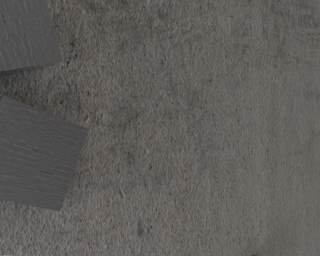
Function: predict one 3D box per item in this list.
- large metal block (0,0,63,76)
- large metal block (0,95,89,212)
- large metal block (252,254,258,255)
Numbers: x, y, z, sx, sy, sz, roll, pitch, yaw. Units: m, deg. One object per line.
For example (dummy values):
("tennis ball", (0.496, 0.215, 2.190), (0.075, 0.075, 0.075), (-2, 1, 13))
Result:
("large metal block", (-0.143, -0.088, 0.268), (0.081, 0.050, 0.080), (-22, 104, -38))
("large metal block", (-0.124, 0.024, 0.284), (0.080, 0.050, 0.080), (26, 74, -37))
("large metal block", (0.176, 0.284, 0.536), (0.080, 0.050, 0.080), (-41, 115, -32))
